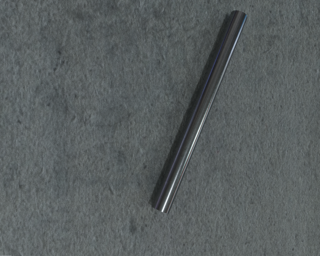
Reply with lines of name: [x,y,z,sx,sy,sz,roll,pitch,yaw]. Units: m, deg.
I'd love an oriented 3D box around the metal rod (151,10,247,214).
metal rod: [0.058,-0.028,0.431,0.025,0.025,0.299,26,81,-19]
